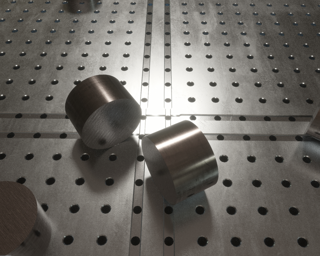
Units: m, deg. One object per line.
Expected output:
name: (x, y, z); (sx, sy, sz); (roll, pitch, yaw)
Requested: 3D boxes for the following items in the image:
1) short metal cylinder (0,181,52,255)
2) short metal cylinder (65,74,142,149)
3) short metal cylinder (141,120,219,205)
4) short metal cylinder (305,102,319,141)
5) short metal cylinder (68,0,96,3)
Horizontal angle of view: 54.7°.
short metal cylinder: (-0.155, 0.100, 0.305); (0.081, 0.050, 0.080); (0, 50, 0)
short metal cylinder: (-0.070, -0.020, 0.387); (0.081, 0.080, 0.050); (-26, 55, -21)
short metal cylinder: (0.020, 0.037, 0.341); (0.050, 0.080, 0.080); (-22, 54, -18)
short metal cylinder: (0.226, -0.017, 0.390); (0.050, 0.080, 0.080); (27, 55, 20)
short metal cylinder: (-0.164, -0.304, 0.645); (0.081, 0.050, 0.080); (0, 50, 0)
